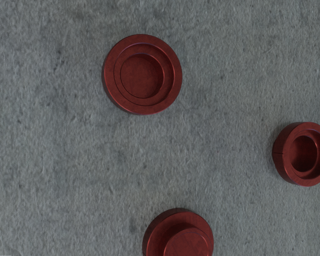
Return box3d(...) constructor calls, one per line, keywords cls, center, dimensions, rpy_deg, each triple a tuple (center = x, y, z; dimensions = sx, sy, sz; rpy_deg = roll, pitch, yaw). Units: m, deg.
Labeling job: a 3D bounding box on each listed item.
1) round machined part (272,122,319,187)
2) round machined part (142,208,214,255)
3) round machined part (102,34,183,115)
box3d(cls="round machined part", center=(0.215, 0.039, 0.482), dimensions=(0.099, 0.042, 0.097), rpy_deg=(0, 90, -21))
box3d(cls="round machined part", center=(0.029, 0.160, 0.412), dimensions=(0.099, 0.042, 0.097), rpy_deg=(0, 90, -21))
box3d(cls="round machined part", center=(-0.025, -0.065, 0.392), dimensions=(0.099, 0.042, 0.097), rpy_deg=(0, 90, -21))
